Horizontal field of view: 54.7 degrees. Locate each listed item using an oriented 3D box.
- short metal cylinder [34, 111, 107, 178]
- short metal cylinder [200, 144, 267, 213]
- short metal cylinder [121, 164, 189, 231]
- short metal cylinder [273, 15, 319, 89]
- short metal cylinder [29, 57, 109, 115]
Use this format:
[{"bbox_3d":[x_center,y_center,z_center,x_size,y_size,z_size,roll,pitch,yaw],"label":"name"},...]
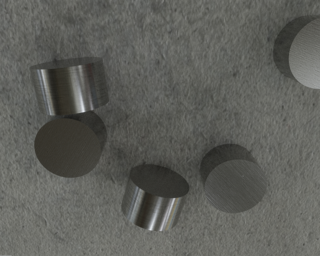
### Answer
[{"bbox_3d":[-0.113,0.017,0.401,0.081,0.050,0.079,0,110,-1],"label":"short metal cylinder"},{"bbox_3d":[0.098,0.068,0.423,0.081,0.050,0.079,0,110,-1],"label":"short metal cylinder"},{"bbox_3d":[-0.007,0.090,0.414,0.081,0.080,0.050,14,109,-6],"label":"short metal cylinder"},{"bbox_3d":[0.183,-0.091,0.366,0.081,0.050,0.079,0,110,-1],"label":"short metal cylinder"},{"bbox_3d":[-0.103,-0.051,0.360,0.080,0.080,0.050,-5,110,1],"label":"short metal cylinder"}]
